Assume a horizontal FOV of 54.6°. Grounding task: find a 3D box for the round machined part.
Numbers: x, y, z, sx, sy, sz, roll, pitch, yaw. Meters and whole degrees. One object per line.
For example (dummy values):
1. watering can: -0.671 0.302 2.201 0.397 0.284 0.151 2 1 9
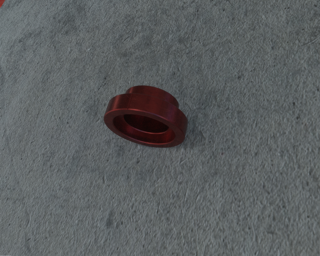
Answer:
1. round machined part: -0.014 -0.016 0.375 0.098 0.098 0.042 0 62 28
